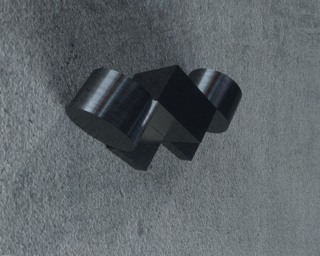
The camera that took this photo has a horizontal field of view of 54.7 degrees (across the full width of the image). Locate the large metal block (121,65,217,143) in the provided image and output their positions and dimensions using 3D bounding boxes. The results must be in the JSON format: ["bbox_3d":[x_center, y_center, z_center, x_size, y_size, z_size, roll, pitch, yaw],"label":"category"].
[{"bbox_3d":[0.007,-0.026,0.377,0.080,0.080,0.050,42,64,-32],"label":"large metal block"}]

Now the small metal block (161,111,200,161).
[{"bbox_3d":[0.031,0.011,0.432,0.050,0.025,0.050,43,64,-32],"label":"small metal block"}]

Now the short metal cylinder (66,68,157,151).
[{"bbox_3d":[-0.050,-0.018,0.328,0.080,0.080,0.050,42,64,-32],"label":"short metal cylinder"}]

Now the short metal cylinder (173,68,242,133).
[{"bbox_3d":[0.065,-0.036,0.424,0.080,0.080,0.050,43,64,-32],"label":"short metal cylinder"}]

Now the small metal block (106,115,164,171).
[{"bbox_3d":[-0.030,0.018,0.382,0.050,0.025,0.050,43,64,-32],"label":"small metal block"}]
